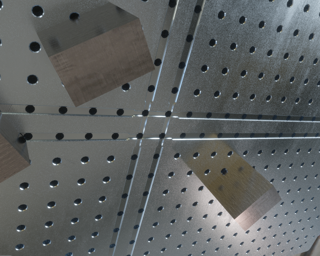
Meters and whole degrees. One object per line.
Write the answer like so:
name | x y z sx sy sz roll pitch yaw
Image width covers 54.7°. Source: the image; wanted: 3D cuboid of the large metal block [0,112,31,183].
large metal block | -0.190 0.019 0.303 0.080 0.050 0.080 -32 129 -8

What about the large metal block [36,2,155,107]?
large metal block | -0.063 -0.074 0.296 0.080 0.080 0.050 -28 128 -11

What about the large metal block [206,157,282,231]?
large metal block | 0.141 0.110 0.523 0.080 0.080 0.050 -41 130 -1
